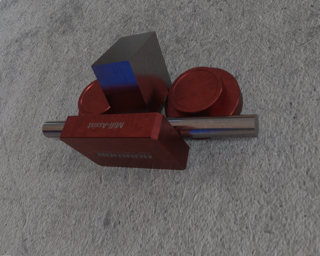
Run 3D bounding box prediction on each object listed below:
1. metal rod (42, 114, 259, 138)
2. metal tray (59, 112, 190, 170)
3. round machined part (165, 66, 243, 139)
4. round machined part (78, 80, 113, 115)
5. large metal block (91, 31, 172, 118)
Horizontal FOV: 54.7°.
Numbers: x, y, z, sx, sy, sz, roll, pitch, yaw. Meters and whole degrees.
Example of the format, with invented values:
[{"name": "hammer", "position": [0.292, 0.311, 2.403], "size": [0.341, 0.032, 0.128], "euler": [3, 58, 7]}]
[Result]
[{"name": "metal rod", "position": [-0.032, 0.000, 0.394], "size": [0.300, 0.025, 0.025], "euler": [-1, 61, 27]}, {"name": "metal tray", "position": [-0.041, 0.018, 0.372], "size": [0.130, 0.090, 0.030], "euler": [-1, 62, 27]}, {"name": "round machined part", "position": [0.050, -0.038, 0.389], "size": [0.098, 0.042, 0.098], "euler": [-13, 56, 20]}, {"name": "round machined part", "position": [-0.080, -0.036, 0.454], "size": [0.098, 0.042, 0.098], "euler": [-13, 56, 20]}, {"name": "large metal block", "position": [-0.030, -0.064, 0.390], "size": [0.050, 0.080, 0.080], "euler": [-2, 37, 26]}]
